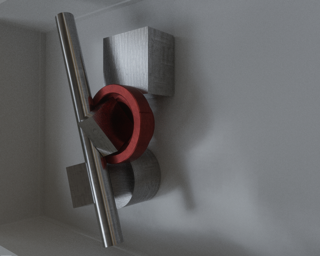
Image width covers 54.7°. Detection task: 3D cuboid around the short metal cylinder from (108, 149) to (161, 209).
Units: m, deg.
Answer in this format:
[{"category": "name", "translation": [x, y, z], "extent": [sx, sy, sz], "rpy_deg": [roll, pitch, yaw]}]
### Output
[{"category": "short metal cylinder", "translation": [-0.046, 0.066, 0.425], "extent": [0.080, 0.050, 0.079], "rpy_deg": [0, 90, 39]}]

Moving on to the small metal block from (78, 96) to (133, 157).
[{"category": "small metal block", "translation": [-0.063, -0.002, 0.375], "extent": [0.025, 0.050, 0.050], "rpy_deg": [-22, 111, 34]}]

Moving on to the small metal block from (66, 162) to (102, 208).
[{"category": "small metal block", "translation": [-0.093, 0.073, 0.395], "extent": [0.025, 0.050, 0.050], "rpy_deg": [-15, 78, 5]}]

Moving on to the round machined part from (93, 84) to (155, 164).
[{"category": "round machined part", "translation": [-0.045, -0.005, 0.391], "extent": [0.098, 0.042, 0.097], "rpy_deg": [0, 90, 39]}]

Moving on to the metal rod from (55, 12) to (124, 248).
[{"category": "metal rod", "translation": [-0.091, -0.008, 0.387], "extent": [0.025, 0.025, 0.299], "rpy_deg": [-24, 75, 37]}]

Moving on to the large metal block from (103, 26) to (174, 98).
[{"category": "large metal block", "translation": [-0.029, -0.080, 0.409], "extent": [0.080, 0.050, 0.079], "rpy_deg": [0, 90, 39]}]
